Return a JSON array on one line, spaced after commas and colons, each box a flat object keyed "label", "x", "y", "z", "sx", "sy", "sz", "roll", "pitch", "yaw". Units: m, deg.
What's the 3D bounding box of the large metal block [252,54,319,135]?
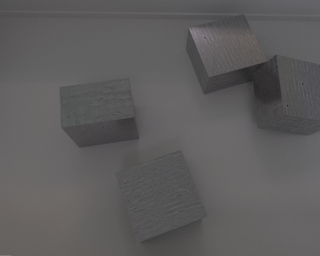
[{"label": "large metal block", "x": 0.172, "y": -0.040, "z": 0.400, "sx": 0.081, "sy": 0.050, "sz": 0.080, "roll": 7, "pitch": 69, "yaw": -17}]

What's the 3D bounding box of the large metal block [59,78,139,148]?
[{"label": "large metal block", "x": -0.072, "y": -0.016, "z": 0.386, "sx": 0.081, "sy": 0.080, "sz": 0.050, "roll": -8, "pitch": 70, "yaw": -3}]

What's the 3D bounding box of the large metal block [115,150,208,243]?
[{"label": "large metal block", "x": 0.000, "y": 0.081, "z": 0.366, "sx": 0.080, "sy": 0.050, "sz": 0.080, "roll": -19, "pitch": 71, "yaw": -7}]

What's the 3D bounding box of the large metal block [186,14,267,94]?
[{"label": "large metal block", "x": 0.089, "y": -0.103, "z": 0.434, "sx": 0.081, "sy": 0.050, "sz": 0.080, "roll": -16, "pitch": 71, "yaw": -6}]
